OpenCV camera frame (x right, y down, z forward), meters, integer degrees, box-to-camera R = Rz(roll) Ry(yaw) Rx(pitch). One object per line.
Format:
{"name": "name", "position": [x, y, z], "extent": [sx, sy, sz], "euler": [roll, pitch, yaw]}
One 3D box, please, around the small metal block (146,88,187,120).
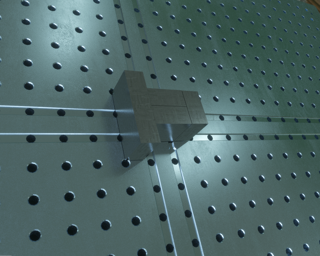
{"name": "small metal block", "position": [-0.002, -0.027, 0.408], "extent": [0.050, 0.050, 0.025], "euler": [0, 62, -29]}

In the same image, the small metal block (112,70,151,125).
{"name": "small metal block", "position": [-0.038, -0.038, 0.395], "extent": [0.025, 0.050, 0.050], "euler": [0, 62, -29]}

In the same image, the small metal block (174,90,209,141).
{"name": "small metal block", "position": [0.035, -0.016, 0.421], "extent": [0.025, 0.050, 0.050], "euler": [0, 62, -29]}

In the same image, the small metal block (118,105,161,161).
{"name": "small metal block", "position": [-0.026, 0.006, 0.375], "extent": [0.025, 0.050, 0.050], "euler": [0, 62, -29]}

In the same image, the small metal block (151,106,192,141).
{"name": "small metal block", "position": [0.004, -0.005, 0.398], "extent": [0.050, 0.050, 0.025], "euler": [0, 62, -29]}
